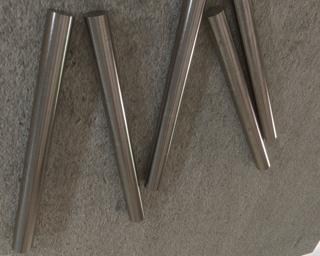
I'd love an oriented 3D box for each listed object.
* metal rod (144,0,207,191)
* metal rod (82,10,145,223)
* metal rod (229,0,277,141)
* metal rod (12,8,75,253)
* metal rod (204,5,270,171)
[{"bbox_3d":[0.018,-0.046,0.387,0.025,0.025,0.298,-2,120,-28],"label":"metal rod"},{"bbox_3d":[-0.049,0.011,0.386,0.025,0.025,0.298,-19,126,-17],"label":"metal rod"},{"bbox_3d":[0.126,-0.090,0.419,0.025,0.025,0.299,-33,129,-7],"label":"metal rod"},{"bbox_3d":[-0.136,0.023,0.346,0.025,0.025,0.298,4,116,-31],"label":"metal rod"},{"bbox_3d":[0.121,-0.035,0.451,0.025,0.025,0.299,-35,129,-5],"label":"metal rod"}]
